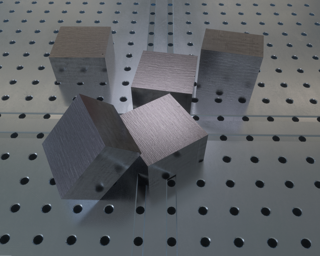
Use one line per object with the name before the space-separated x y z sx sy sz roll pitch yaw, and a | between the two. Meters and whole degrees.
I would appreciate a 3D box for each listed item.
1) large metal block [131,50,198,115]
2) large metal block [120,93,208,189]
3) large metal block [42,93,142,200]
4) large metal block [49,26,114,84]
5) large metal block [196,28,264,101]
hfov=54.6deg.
large metal block | 0.008 -0.063 0.445 0.080 0.050 0.080 7 50 6
large metal block | 0.000 0.014 0.380 0.080 0.050 0.080 -26 55 -20
large metal block | -0.079 0.023 0.345 0.050 0.080 0.080 18 31 -49
large metal block | -0.119 -0.116 0.488 0.080 0.050 0.080 0 50 0
large metal block | 0.099 -0.090 0.449 0.080 0.080 0.050 10 51 8
